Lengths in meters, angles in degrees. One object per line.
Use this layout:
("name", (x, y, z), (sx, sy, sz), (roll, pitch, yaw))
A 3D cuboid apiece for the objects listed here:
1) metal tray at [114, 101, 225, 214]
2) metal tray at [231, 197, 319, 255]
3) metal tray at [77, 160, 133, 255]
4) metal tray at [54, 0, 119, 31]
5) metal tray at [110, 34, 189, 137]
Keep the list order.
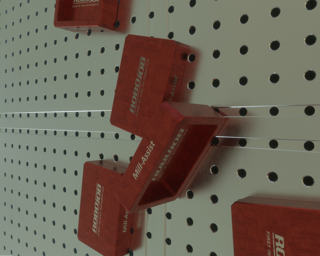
("metal tray", (0.012, 0.034, 0.358), (0.030, 0.091, 0.129), (42, 116, 32))
("metal tray", (0.121, 0.139, 0.306), (0.090, 0.030, 0.129), (-5, 87, 40))
("metal tray", (-0.083, 0.122, 0.476), (0.090, 0.030, 0.129), (11, 97, 39))
("metal tray", (-0.122, -0.208, 0.508), (0.130, 0.030, 0.089), (14, 99, 39))
("metal tray", (-0.018, -0.056, 0.422), (0.090, 0.030, 0.129), (20, 103, 38))
